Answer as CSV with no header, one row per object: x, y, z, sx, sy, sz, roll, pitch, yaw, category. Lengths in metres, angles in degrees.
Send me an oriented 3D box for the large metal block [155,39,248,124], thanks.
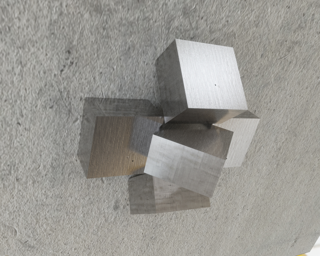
0.047,-0.051,0.361,0.081,0.080,0.050,0,162,-28,large metal block

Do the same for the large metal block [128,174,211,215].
0.010,0.089,0.427,0.081,0.080,0.050,2,75,-29,large metal block

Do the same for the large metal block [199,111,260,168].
0.083,0.010,0.442,0.081,0.050,0.079,0,119,-29,large metal block

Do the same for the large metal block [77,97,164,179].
-0.049,0.010,0.373,0.081,0.050,0.079,-1,119,-29,large metal block

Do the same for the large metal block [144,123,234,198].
0.037,0.028,0.369,0.080,0.080,0.050,19,116,11,large metal block
